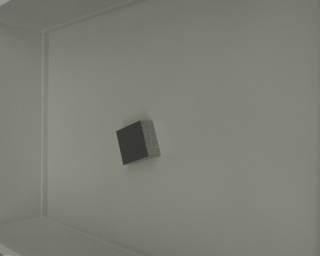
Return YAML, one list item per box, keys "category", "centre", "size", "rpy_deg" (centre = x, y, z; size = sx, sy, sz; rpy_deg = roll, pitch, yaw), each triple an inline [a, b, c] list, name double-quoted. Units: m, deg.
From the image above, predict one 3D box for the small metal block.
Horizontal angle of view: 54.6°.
- category: "small metal block"
  centre: [-0.031, 0.021, 0.433]
  size: [0.050, 0.025, 0.050]
  rpy_deg: [-22, 76, 38]
